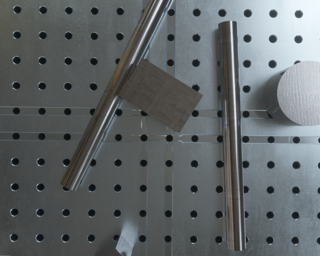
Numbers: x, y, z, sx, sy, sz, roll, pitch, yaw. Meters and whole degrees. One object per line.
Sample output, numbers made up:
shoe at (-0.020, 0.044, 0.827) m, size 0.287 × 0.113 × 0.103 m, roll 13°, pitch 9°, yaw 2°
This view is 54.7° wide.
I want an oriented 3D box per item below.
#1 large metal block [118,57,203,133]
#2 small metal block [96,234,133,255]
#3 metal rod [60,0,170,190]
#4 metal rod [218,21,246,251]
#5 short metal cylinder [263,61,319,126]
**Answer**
large metal block at (0.001, -0.037, 0.386) m, size 0.080 × 0.080 × 0.050 m, roll 32°, pitch 90°, yaw 0°
small metal block at (-0.065, 0.172, 0.400) m, size 0.050 × 0.050 × 0.025 m, roll -41°, pitch 90°, yaw 0°
metal rod at (-0.056, -0.057, 0.412) m, size 0.025 × 0.025 × 0.299 m, roll 26°, pitch 90°, yaw 0°
metal rod at (0.096, 0.010, 0.413) m, size 0.025 × 0.025 × 0.298 m, roll -2°, pitch 90°, yaw 0°
short metal cylinder at (0.183, -0.042, 0.402) m, size 0.081 × 0.050 × 0.080 m, roll 0°, pitch 90°, yaw 0°
